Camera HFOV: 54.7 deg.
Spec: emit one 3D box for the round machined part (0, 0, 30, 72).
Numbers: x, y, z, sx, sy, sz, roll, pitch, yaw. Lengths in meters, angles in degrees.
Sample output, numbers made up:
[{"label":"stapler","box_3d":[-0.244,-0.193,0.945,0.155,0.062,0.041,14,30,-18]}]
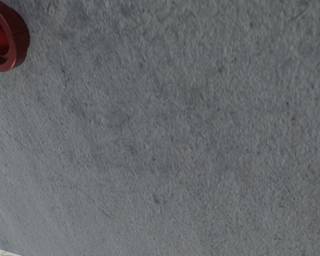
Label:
[{"label":"round machined part","box_3d":[-0.222,-0.131,0.429,0.098,0.042,0.097,13,124,20]}]
